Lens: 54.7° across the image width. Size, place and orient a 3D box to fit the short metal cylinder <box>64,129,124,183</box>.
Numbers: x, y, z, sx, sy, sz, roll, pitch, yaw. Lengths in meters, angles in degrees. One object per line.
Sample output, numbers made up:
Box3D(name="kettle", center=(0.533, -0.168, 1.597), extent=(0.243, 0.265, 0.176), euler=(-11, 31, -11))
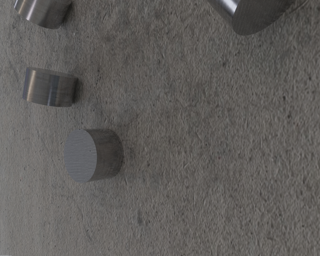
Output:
Box3D(name="short metal cylinder", center=(-0.102, 0.041, 0.473), extent=(0.080, 0.050, 0.080), euler=(0, 90, 40))

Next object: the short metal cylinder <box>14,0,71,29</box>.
Box3D(name="short metal cylinder", center=(-0.203, -0.216, 0.537), extent=(0.080, 0.081, 0.050), euler=(52, 121, 27))

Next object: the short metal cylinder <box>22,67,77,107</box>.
Box3D(name="short metal cylinder", center=(-0.185, -0.069, 0.522), extent=(0.080, 0.081, 0.050), euler=(22, 104, 38))

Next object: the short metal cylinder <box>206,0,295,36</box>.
Box3D(name="short metal cylinder", center=(0.089, -0.137, 0.296), extent=(0.080, 0.081, 0.050), euler=(-47, 62, 30))
